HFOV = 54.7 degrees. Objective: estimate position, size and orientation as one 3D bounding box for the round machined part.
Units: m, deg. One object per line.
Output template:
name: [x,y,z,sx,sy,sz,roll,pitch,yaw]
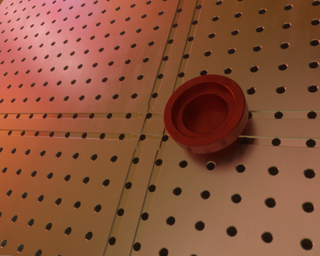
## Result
round machined part: [0.057,-0.013,0.375,0.098,0.042,0.098,-13,56,20]
